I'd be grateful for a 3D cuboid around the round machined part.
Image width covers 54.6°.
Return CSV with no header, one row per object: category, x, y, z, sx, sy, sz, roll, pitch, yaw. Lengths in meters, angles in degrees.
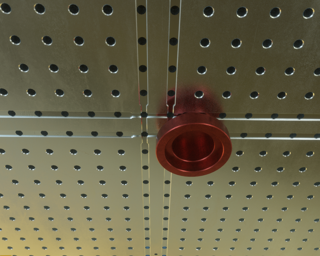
round machined part,0.044,0.018,0.416,0.099,0.042,0.097,0,130,0
